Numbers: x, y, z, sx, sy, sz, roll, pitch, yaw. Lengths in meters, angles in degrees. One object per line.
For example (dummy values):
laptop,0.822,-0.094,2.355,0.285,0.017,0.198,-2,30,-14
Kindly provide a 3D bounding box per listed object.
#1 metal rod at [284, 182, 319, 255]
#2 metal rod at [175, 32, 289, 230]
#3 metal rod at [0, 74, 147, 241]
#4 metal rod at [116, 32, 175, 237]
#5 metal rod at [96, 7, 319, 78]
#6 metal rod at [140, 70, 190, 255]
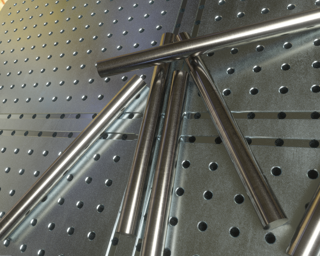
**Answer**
metal rod,0.203,-0.006,0.305,0.025,0.025,0.300,24,75,36
metal rod,0.072,-0.022,0.384,0.025,0.025,0.300,-27,52,11
metal rod,-0.128,0.039,0.453,0.300,0.025,0.025,-48,51,-6
metal rod,-0.012,-0.010,0.421,0.025,0.025,0.300,-3,60,27
metal rod,0.059,-0.112,0.417,0.301,0.025,0.025,-11,57,11
metal rod,0.006,0.057,0.371,0.025,0.025,0.300,-4,60,26
